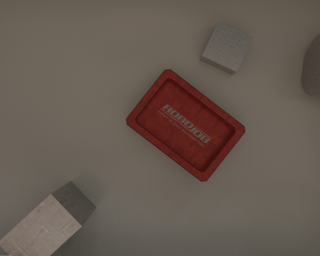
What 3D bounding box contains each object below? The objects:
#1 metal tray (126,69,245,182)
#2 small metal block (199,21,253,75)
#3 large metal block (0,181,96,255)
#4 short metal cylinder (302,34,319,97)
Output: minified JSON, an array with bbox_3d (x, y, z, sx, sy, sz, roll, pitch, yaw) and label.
[{"bbox_3d":[0.033,-0.003,0.409,0.130,0.030,0.090,38,90,-1],"label":"metal tray"},{"bbox_3d":[0.087,-0.105,0.413,0.050,0.025,0.050,25,90,-1],"label":"small metal block"},{"bbox_3d":[-0.133,0.118,0.382,0.080,0.080,0.050,-43,91,0],"label":"large metal block"},{"bbox_3d":[0.221,-0.076,0.387,0.050,0.080,0.080,7,90,0],"label":"short metal cylinder"}]
